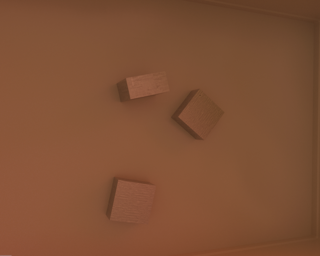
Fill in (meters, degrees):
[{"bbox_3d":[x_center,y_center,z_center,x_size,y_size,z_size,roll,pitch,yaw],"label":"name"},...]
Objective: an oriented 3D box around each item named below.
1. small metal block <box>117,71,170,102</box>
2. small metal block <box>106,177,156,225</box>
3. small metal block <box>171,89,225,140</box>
[{"bbox_3d":[-0.022,-0.051,0.390,0.050,0.050,0.025,-14,95,-20],"label":"small metal block"},{"bbox_3d":[-0.037,0.093,0.398,0.050,0.025,0.050,13,86,-20],"label":"small metal block"},{"bbox_3d":[0.053,-0.018,0.431,0.050,0.025,0.050,41,77,-16],"label":"small metal block"}]
